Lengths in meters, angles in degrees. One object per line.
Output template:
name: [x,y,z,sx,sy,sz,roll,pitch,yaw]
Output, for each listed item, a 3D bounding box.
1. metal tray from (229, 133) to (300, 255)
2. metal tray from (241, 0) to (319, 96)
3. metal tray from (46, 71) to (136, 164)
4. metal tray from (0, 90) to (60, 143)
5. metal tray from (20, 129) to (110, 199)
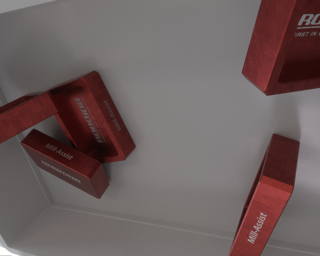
metal tray: [0.119,0.082,0.354,0.030,0.090,0.129,20,126,17]
metal tray: [0.133,-0.076,0.230,0.030,0.131,0.089,-122,30,-46]
metal tray: [-0.103,-0.009,0.453,0.090,0.030,0.129,-12,113,33]
metal tray: [-0.204,-0.017,0.433,0.130,0.091,0.030,6,125,55]
metal tray: [-0.150,0.059,0.497,0.130,0.030,0.090,24,151,15]
